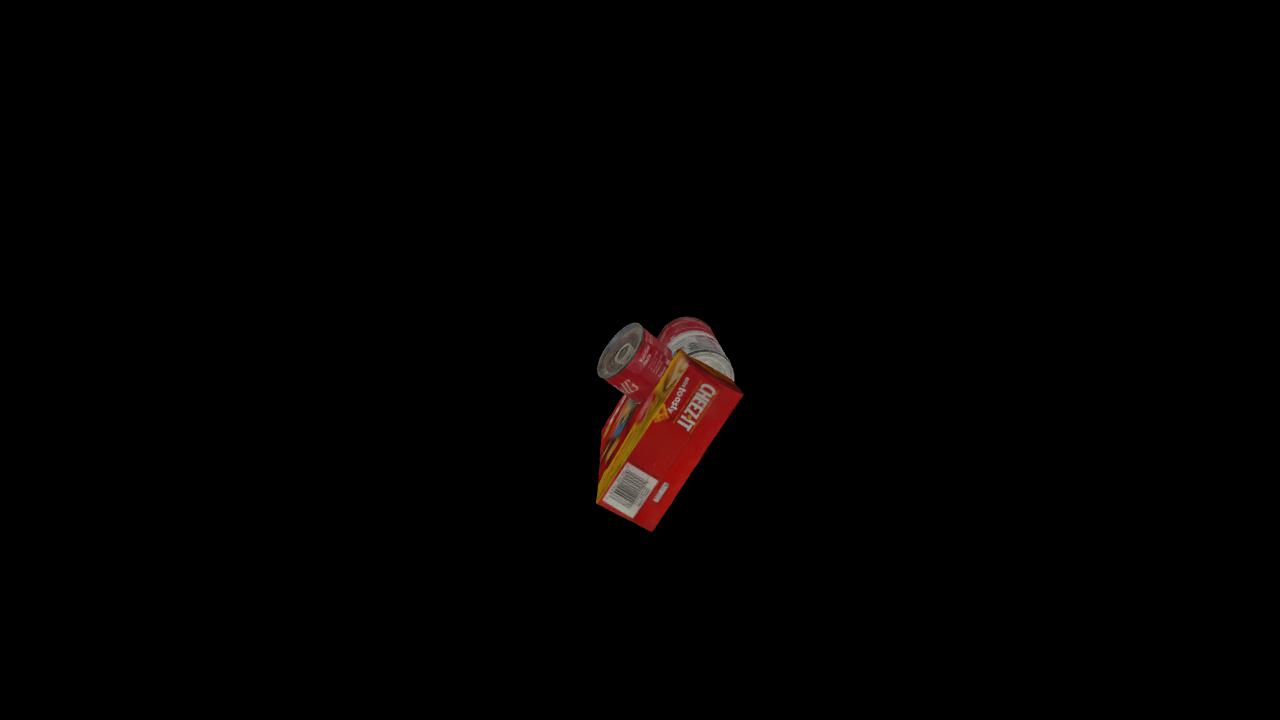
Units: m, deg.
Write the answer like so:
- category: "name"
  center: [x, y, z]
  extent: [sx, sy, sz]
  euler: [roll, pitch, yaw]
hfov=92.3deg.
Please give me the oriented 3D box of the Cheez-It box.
- category: "Cheez-It box"
  center: [0.022, 0.062, 0.679]
  extent: [0.071, 0.166, 0.223]
  euler: [31, 8, -9]

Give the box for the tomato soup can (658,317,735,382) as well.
- category: "tomato soup can"
  center: [0.058, 0.002, 0.654]
  extent: [0.068, 0.068, 0.101]
  euler: [0, 23, -7]

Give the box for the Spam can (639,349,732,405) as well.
- category: "Spam can"
  center: [0.031, 0.037, 0.717]
  extent: [0.085, 0.101, 0.058]
  euler: [-5, -9, -11]

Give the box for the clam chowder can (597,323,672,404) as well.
- category: "clam chowder can"
  center: [0.015, 0.017, 0.641]
  extent: [0.102, 0.068, 0.068]
  euler: [37, -18, -25]
